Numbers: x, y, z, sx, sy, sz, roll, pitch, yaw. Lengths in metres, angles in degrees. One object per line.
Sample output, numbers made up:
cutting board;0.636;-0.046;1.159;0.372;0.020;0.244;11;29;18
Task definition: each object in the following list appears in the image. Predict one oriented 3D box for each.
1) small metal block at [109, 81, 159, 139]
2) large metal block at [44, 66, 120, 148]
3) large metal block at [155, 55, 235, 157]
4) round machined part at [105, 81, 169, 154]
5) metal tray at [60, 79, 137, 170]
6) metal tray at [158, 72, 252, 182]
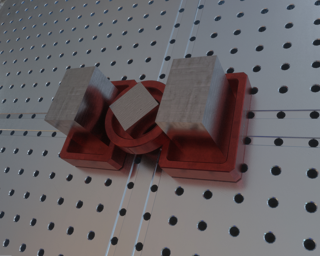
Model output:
small metal block;-0.028;-0.022;0.384;0.050;0.025;0.050;-39;51;2
large metal block;-0.097;-0.026;0.423;0.050;0.080;0.080;1;62;29
large metal block;0.044;-0.022;0.346;0.050;0.080;0.080;2;63;29
round machined part;-0.018;-0.010;0.402;0.098;0.042;0.098;-13;56;21
metal tray;-0.082;-0.007;0.452;0.090;0.030;0.130;1;62;28
metal tray;0.057;-0.004;0.377;0.090;0.030;0.130;0;61;28
